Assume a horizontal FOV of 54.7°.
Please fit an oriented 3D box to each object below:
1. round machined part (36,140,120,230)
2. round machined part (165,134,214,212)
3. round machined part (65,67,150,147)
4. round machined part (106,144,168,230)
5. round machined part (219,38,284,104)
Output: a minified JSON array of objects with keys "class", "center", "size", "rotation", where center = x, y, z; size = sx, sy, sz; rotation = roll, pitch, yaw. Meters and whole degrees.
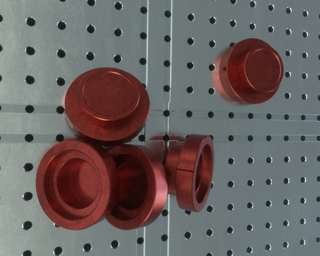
[{"class":"round machined part","center":[-0.088,0.062,0.354],"size":[0.098,0.042,0.097],"rotation":[-1,88,21]},{"class":"round machined part","center":[0.037,0.056,0.400],"size":[0.042,0.098,0.097],"rotation":[6,87,23]},{"class":"round machined part","center":[-0.060,-0.031,0.362],"size":[0.099,0.042,0.098],"rotation":[5,65,-10]},{"class":"round machined part","center":[-0.029,0.069,0.372],"size":[0.042,0.098,0.097],"rotation":[10,86,-51]},{"class":"round machined part","center":[0.141,-0.084,0.457],"size":[0.099,0.042,0.097],"rotation":[0,90,-21]}]
